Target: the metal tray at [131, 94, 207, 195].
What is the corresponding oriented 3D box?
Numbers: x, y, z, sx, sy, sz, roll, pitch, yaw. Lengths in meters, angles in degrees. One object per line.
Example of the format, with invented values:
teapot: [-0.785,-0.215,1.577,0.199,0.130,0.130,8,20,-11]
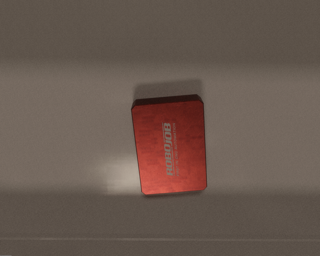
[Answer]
metal tray: [0.014,0.024,0.418,0.091,0.030,0.129,-5,110,1]
